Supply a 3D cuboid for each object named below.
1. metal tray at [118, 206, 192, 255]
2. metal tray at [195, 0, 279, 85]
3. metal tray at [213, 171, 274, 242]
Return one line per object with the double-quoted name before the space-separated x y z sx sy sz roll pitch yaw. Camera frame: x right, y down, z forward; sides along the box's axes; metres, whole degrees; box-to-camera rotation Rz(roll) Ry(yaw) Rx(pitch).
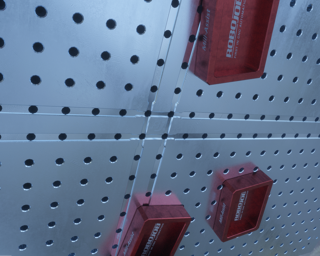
"metal tray" -0.012 0.190 0.517 0.091 0.030 0.129 8 114 -32
"metal tray" 0.095 -0.123 0.382 0.091 0.030 0.129 -11 123 -22
"metal tray" 0.155 0.148 0.582 0.091 0.030 0.129 -10 123 -23
